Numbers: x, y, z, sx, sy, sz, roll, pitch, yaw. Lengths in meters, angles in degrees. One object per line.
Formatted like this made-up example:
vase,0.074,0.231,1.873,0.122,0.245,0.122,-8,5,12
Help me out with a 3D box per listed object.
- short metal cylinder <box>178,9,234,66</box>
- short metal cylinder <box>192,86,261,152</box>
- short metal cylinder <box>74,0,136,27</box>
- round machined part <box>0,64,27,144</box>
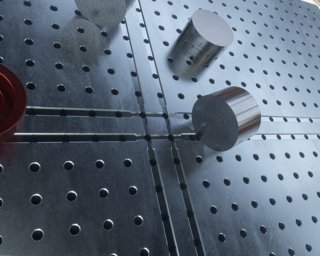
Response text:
short metal cylinder,0.077,-0.154,0.527,0.081,0.050,0.080,14,56,-21
short metal cylinder,0.091,-0.013,0.430,0.050,0.080,0.080,-22,74,-36
short metal cylinder,-0.078,-0.196,0.450,0.080,0.080,0.050,29,52,-10
round machined part,-0.188,-0.021,0.309,0.099,0.042,0.098,14,56,-21
